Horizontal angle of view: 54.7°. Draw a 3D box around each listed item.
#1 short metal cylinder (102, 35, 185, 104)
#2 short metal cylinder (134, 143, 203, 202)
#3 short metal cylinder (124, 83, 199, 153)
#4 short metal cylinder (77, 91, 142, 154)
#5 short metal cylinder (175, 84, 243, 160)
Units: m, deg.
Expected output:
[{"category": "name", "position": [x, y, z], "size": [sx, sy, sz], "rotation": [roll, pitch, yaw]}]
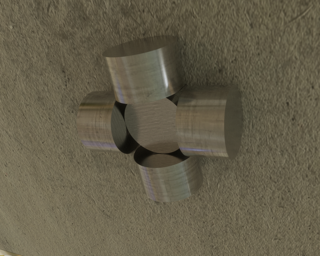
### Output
[{"category": "short metal cylinder", "position": [-0.017, -0.066, 0.339], "size": [0.080, 0.080, 0.050], "rotation": [2, 120, 27]}, {"category": "short metal cylinder", "position": [0.012, 0.049, 0.395], "size": [0.080, 0.080, 0.050], "rotation": [1, 118, 27]}, {"category": "short metal cylinder", "position": [0.004, -0.016, 0.379], "size": [0.080, 0.050, 0.079], "rotation": [13, 124, 20]}, {"category": "short metal cylinder", "position": [-0.060, -0.008, 0.398], "size": [0.050, 0.080, 0.079], "rotation": [2, 119, 27]}, {"category": "short metal cylinder", "position": [0.056, -0.007, 0.338], "size": [0.050, 0.080, 0.079], "rotation": [2, 119, 27]}]
